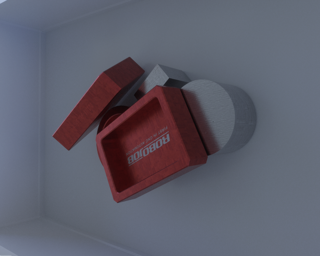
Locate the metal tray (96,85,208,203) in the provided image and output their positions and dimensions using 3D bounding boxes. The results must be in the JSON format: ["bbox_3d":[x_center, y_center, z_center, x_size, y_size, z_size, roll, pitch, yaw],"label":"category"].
[{"bbox_3d":[-0.017,0.022,0.351,0.130,0.030,0.090,-35,68,39],"label":"metal tray"}]

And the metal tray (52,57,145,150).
[{"bbox_3d":[-0.084,-0.034,0.427,0.030,0.090,0.129,44,120,-5],"label":"metal tray"}]

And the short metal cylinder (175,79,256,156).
[{"bbox_3d":[0.057,-0.010,0.340,0.080,0.050,0.079,0,90,39],"label":"short metal cylinder"}]

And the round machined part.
[{"bbox_3d":[-0.040,0.019,0.426,0.098,0.042,0.097,0,90,39],"label":"round machined part"}]

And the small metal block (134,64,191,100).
[{"bbox_3d":[0.005,-0.048,0.382,0.050,0.050,0.025,-50,61,27],"label":"small metal block"}]
